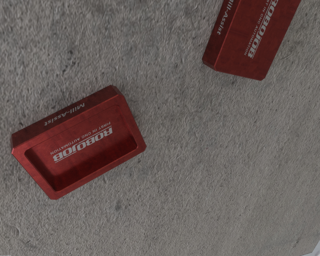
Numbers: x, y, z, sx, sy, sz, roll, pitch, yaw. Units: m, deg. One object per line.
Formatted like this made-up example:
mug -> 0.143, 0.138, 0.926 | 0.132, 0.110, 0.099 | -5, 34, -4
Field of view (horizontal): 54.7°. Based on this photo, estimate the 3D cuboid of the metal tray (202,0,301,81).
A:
metal tray -> 0.117, -0.130, 0.387 | 0.091, 0.030, 0.129 | 5, 116, -31

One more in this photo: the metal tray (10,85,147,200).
metal tray -> -0.090, 0.018, 0.364 | 0.131, 0.030, 0.090 | -29, 128, -10
